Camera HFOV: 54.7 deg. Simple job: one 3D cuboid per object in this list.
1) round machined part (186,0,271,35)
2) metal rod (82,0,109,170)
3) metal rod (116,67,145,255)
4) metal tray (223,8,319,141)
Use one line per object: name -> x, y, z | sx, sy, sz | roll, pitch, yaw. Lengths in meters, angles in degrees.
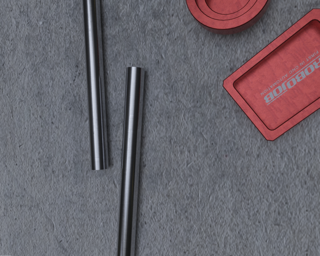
round machined part -> 0.083, -0.160, 0.370 | 0.098, 0.042, 0.097 | 0, 90, 19
metal rod -> -0.093, -0.091, 0.440 | 0.025, 0.025, 0.298 | -4, 89, 19
metal rod -> -0.041, 0.068, 0.422 | 0.025, 0.025, 0.298 | 4, 91, 19
metal tray -> 0.150, -0.057, 0.353 | 0.130, 0.030, 0.090 | -39, 78, 15
